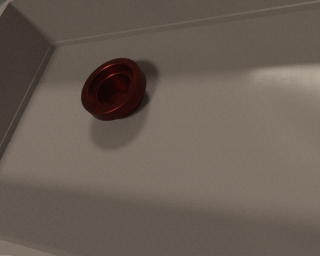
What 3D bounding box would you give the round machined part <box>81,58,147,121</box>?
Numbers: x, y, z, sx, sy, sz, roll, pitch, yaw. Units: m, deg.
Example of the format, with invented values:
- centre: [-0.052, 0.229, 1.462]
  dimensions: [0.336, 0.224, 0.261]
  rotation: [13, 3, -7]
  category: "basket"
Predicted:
- centre: [-0.064, -0.052, 0.459]
  dimensions: [0.098, 0.042, 0.098]
  rotation: [-13, 56, 20]
  category: "round machined part"
